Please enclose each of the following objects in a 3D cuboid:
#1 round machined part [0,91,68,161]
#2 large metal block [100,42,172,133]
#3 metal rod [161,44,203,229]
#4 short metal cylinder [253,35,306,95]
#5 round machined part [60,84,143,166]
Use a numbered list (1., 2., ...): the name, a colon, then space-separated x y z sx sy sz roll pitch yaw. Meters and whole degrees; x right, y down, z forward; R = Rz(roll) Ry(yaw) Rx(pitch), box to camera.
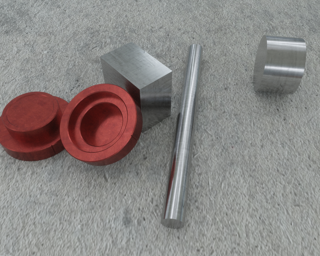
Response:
1. round machined part: -0.160 -0.009 0.399 0.099 0.042 0.098 0 50 0
2. large metal block: -0.030 -0.054 0.412 0.050 0.080 0.080 -34 58 -25
3. metal rod: 0.036 -0.015 0.415 0.025 0.025 0.300 7 50 5
4. short metal cylinder: 0.169 -0.090 0.444 0.050 0.080 0.080 7 50 6
5. round machined part: -0.067 -0.001 0.377 0.098 0.042 0.098 -6 69 15
